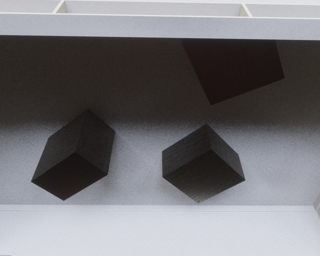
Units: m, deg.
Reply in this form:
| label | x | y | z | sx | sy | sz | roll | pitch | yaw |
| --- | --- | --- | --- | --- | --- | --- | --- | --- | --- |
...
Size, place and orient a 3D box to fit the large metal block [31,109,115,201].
| label | x | y | z | sx | sy | sz | roll | pitch | yaw |
| --- | --- | --- | --- | --- | --- | --- | --- | --- | --- |
| large metal block | -0.109 | 0.034 | 0.401 | 0.080 | 0.080 | 0.050 | -32 | 123 | 24 |

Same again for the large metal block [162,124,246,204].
| label | x | y | z | sx | sy | sz | roll | pitch | yaw |
| --- | --- | --- | --- | --- | --- | --- | --- | --- | --- |
| large metal block | 0.060 | 0.053 | 0.439 | 0.080 | 0.050 | 0.080 | -34 | 123 | 25 |

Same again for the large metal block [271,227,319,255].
| label | x | y | z | sx | sy | sz | roll | pitch | yaw |
| --- | --- | --- | --- | --- | --- | --- | --- | --- | --- |
| large metal block | 0.283 | 0.246 | 0.609 | 0.081 | 0.050 | 0.079 | 17 | 128 | -15 |

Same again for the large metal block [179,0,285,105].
| label | x | y | z | sx | sy | sz | roll | pitch | yaw |
| --- | --- | --- | --- | --- | --- | --- | --- | --- | --- |
| large metal block | 0.075 | -0.081 | 0.325 | 0.080 | 0.050 | 0.080 | -20 | 128 | 16 |
